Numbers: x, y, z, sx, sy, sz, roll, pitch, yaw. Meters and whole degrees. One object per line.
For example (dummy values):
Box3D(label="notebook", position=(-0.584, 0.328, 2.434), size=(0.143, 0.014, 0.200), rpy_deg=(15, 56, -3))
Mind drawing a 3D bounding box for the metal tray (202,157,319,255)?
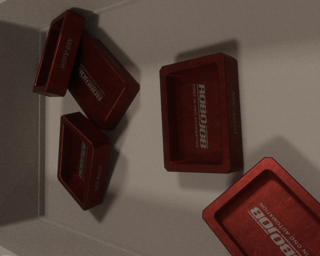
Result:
Box3D(label="metal tray", position=(0.114, 0.103, 0.285), size=(0.090, 0.030, 0.130), rpy_deg=(-42, 62, 4))

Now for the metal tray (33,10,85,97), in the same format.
Box3D(label="metal tray", position=(-0.167, -0.117, 0.505), size=(0.090, 0.030, 0.129), rpy_deg=(8, 83, 55))

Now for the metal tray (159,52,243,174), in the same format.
Box3D(label="metal tray", position=(0.046, -0.014, 0.364), size=(0.090, 0.030, 0.129), rpy_deg=(-5, 87, 39))

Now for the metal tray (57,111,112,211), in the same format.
Box3D(label="metal tray", position=(-0.121, 0.052, 0.479), size=(0.090, 0.030, 0.129), rpy_deg=(37, 127, 33))

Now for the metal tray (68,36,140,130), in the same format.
Box3D(label="metal tray", position=(-0.096, -0.070, 0.480), size=(0.130, 0.030, 0.089), rpy_deg=(50, 119, 28))
